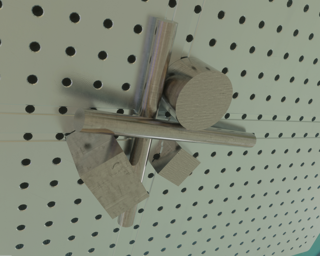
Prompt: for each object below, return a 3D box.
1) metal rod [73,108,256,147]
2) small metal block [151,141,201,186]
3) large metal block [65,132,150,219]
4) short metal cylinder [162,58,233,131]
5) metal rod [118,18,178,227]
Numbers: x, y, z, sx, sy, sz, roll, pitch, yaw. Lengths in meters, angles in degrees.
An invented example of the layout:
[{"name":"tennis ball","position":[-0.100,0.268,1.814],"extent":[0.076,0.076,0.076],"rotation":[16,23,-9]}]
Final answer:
[{"name":"metal rod","position":[0.033,0.006,0.410],"extent":[0.302,0.025,0.025],"rotation":[7,115,-40]},{"name":"small metal block","position":[0.024,0.052,0.460],"extent":[0.050,0.025,0.050],"rotation":[-48,129,5]},{"name":"large metal block","position":[-0.063,0.046,0.369],"extent":[0.050,0.080,0.080],"rotation":[-31,129,-9]},{"name":"short metal cylinder","position":[0.044,-0.043,0.394],"extent":[0.081,0.050,0.079],"rotation":[-14,125,-21]},{"name":"metal rod","position":[-0.022,0.012,0.408],"extent":[0.025,0.025,0.298],"rotation":[-2,119,-28]}]
